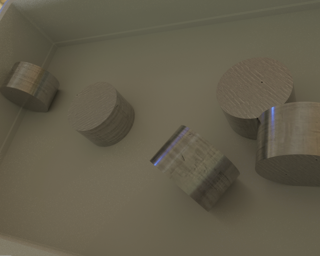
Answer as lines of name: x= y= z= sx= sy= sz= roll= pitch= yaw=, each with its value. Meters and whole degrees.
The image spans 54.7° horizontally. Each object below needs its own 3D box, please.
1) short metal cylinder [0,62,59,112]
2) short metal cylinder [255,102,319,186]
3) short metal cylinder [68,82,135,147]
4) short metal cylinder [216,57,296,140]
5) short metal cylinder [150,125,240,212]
short metal cylinder: x=-0.220 y=-0.068 z=0.528 sx=0.080 sy=0.080 sz=0.050 roll=3 pitch=64 yaw=30
short metal cylinder: x=0.132 y=0.018 z=0.290 sx=0.080 sy=0.080 sz=0.050 roll=-3 pitch=61 yaw=27
short metal cylinder: x=-0.084 y=-0.019 z=0.446 sx=0.080 sy=0.050 sz=0.080 roll=-13 pitch=56 yaw=21
short metal cylinder: x=0.110 y=-0.033 z=0.352 sx=0.080 sy=0.050 sz=0.080 roll=-13 pitch=56 yaw=21
short metal cylinder: x=0.036 y=0.042 z=0.326 sx=0.050 sy=0.080 sz=0.080 roll=-49 pitch=51 yaw=-6
